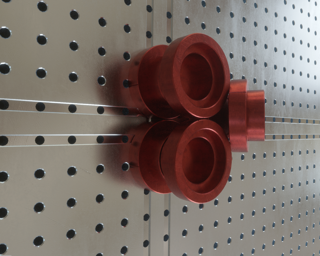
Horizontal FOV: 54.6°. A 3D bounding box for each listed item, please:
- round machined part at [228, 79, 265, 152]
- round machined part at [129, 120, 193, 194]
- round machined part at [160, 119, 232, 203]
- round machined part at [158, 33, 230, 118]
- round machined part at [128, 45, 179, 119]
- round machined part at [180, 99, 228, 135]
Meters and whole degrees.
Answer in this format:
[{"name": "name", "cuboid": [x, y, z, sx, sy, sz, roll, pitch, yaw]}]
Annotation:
[{"name": "round machined part", "cuboid": [0.118, -0.016, 0.413, 0.098, 0.042, 0.097, -1, 90, -72]}, {"name": "round machined part", "cuboid": [0.011, 0.038, 0.407, 0.099, 0.042, 0.097, 0, 90, -40]}, {"name": "round machined part", "cuboid": [0.040, 0.038, 0.375, 0.099, 0.042, 0.097, 0, 90, -40]}, {"name": "round machined part", "cuboid": [0.037, -0.060, 0.372, 0.099, 0.042, 0.097, 0, 90, -40]}, {"name": "round machined part", "cuboid": [0.010, -0.060, 0.407, 0.099, 0.042, 0.097, 0, 90, -40]}, {"name": "round machined part", "cuboid": [0.080, -0.017, 0.464, 0.099, 0.042, 0.097, 0, 90, -40]}]
